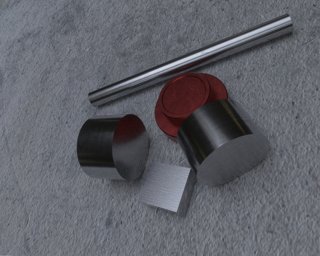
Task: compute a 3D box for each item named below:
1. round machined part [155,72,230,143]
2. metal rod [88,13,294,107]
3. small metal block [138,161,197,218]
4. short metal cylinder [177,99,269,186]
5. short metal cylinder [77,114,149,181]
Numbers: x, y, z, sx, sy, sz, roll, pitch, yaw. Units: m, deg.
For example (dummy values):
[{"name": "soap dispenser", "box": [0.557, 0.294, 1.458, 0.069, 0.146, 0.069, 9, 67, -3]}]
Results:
[{"name": "round machined part", "box": [0.037, -0.031, 0.393, 0.098, 0.042, 0.098, -13, 56, 21]}, {"name": "metal rod", "box": [0.031, -0.090, 0.442, 0.301, 0.025, 0.025, -19, 55, 17]}, {"name": "small metal block", "box": [0.010, 0.070, 0.356, 0.050, 0.025, 0.050, 7, 65, 31]}, {"name": "short metal cylinder", "box": [0.064, 0.016, 0.325, 0.080, 0.080, 0.050, -32, 52, 7]}, {"name": "short metal cylinder", "box": [-0.056, 0.023, 0.384, 0.050, 0.080, 0.080, -2, 61, 27]}]
